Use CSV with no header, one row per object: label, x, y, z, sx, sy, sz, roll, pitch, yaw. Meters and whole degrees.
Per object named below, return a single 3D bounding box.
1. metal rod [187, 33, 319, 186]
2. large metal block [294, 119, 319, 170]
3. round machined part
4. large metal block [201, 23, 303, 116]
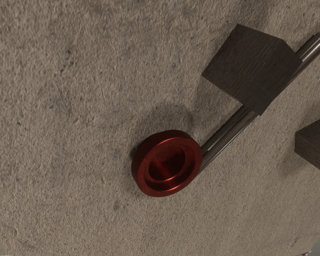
metal rod,0.137,-0.026,0.468,0.300,0.025,0.025,-45,130,3
large metal block,0.306,0.029,0.560,0.080,0.080,0.050,-26,128,-13
round machined part,0.006,0.044,0.428,0.099,0.042,0.097,-14,125,-21
large metal block,0.112,-0.074,0.388,0.050,0.080,0.080,27,104,-38
